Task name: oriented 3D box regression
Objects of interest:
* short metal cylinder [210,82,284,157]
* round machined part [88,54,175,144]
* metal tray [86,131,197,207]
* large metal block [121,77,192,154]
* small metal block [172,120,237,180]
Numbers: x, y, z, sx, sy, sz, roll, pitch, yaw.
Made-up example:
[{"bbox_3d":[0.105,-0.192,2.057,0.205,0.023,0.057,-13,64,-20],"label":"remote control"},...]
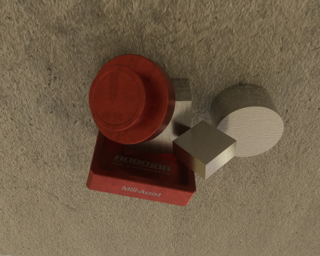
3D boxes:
[{"bbox_3d":[0.105,-0.010,0.386,0.081,0.050,0.079,0,130,0],"label":"short metal cylinder"},{"bbox_3d":[-0.037,-0.031,0.333,0.098,0.098,0.042,-30,169,22],"label":"round machined part"},{"bbox_3d":[-0.022,0.047,0.405,0.131,0.090,0.030,13,129,-11],"label":"metal tray"},{"bbox_3d":[-0.004,-0.014,0.381,0.080,0.050,0.079,-1,130,1],"label":"large metal block"},{"bbox_3d":[0.050,0.023,0.353,0.050,0.050,0.025,-33,139,-27],"label":"small metal block"}]
